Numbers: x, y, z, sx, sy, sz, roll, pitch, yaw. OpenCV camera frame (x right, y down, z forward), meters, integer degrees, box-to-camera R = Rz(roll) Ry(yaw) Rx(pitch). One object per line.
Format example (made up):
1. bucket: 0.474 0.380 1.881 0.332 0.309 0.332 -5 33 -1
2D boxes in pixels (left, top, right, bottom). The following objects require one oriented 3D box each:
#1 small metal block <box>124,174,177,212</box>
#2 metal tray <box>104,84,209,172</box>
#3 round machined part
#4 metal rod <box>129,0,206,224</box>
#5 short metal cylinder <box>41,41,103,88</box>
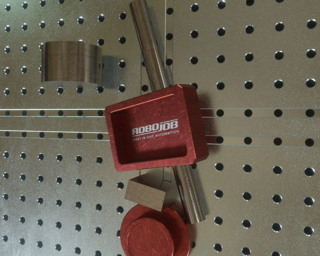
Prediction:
1. small metal block: -0.010 0.082 0.402 0.050 0.050 0.025 15 95 19
2. metal tray: -0.009 0.004 0.389 0.130 0.030 0.089 -12 88 38
3. round machined part: -0.009 0.146 0.406 0.098 0.042 0.097 0 90 19
4. metal rod: 0.008 -0.025 0.408 0.025 0.025 0.298 -17 85 19
5. short metal cylinder: -0.119 -0.084 0.424 0.080 0.080 0.050 1 91 19
